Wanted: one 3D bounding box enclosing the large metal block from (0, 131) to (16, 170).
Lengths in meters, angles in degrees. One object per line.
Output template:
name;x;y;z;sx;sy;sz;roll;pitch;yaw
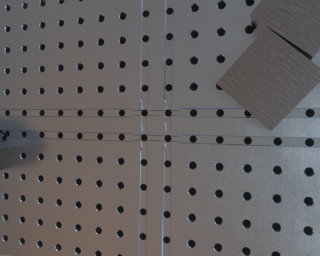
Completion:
large metal block;-0.294;0.026;0.485;0.080;0.080;0.050;39;102;15

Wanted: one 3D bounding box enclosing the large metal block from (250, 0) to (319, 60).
large metal block;0.160;-0.129;0.343;0.080;0.050;0.080;41;103;15

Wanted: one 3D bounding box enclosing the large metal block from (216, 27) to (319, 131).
large metal block;0.125;-0.053;0.355;0.080;0.050;0.080;45;103;14
